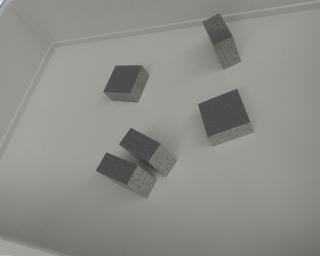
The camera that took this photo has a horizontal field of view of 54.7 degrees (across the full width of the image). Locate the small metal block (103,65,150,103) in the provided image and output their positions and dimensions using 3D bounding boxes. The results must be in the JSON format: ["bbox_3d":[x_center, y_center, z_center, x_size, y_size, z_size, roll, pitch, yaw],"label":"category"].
[{"bbox_3d":[-0.051,-0.068,0.472,0.050,0.025,0.050,6,65,30],"label":"small metal block"}]

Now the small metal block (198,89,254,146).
[{"bbox_3d":[0.078,-0.012,0.371,0.050,0.025,0.050,-21,54,15],"label":"small metal block"}]

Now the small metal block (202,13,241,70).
[{"bbox_3d":[0.083,-0.116,0.416,0.025,0.050,0.050,-25,53,13],"label":"small metal block"}]

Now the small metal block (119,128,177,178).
[{"bbox_3d":[-0.014,0.030,0.377,0.050,0.050,0.025,26,76,36],"label":"small metal block"}]

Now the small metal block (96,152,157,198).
[{"bbox_3d":[-0.040,0.057,0.374,0.050,0.050,0.025,17,71,34],"label":"small metal block"}]
